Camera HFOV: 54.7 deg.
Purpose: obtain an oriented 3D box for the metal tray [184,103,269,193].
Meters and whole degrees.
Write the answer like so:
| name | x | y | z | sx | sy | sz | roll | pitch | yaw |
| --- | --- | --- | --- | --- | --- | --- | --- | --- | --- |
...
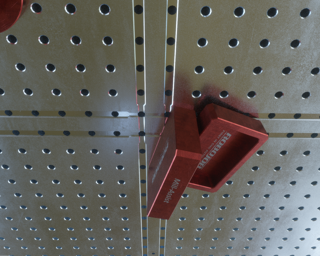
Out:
| name | x | y | z | sx | sy | sz | roll | pitch | yaw |
| --- | --- | --- | --- | --- | --- | --- | --- | --- | --- |
| metal tray | 0.072 | 0.034 | 0.429 | 0.091 | 0.030 | 0.129 | 17 | 127 | -23 |

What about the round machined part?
| name | x | y | z | sx | sy | sz | roll | pitch | yaw |
| --- | --- | --- | --- | --- | --- | --- | --- | --- | --- |
| round machined part | -0.178 | -0.132 | 0.286 | 0.099 | 0.042 | 0.097 | -1 | 130 | 0 |

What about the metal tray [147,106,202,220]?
| name | x | y | z | sx | sy | sz | roll | pitch | yaw |
| --- | --- | --- | --- | --- | --- | --- | --- | --- | --- |
| metal tray | 0.014 | 0.047 | 0.409 | 0.030 | 0.090 | 0.129 | 12 | 129 | -11 |
